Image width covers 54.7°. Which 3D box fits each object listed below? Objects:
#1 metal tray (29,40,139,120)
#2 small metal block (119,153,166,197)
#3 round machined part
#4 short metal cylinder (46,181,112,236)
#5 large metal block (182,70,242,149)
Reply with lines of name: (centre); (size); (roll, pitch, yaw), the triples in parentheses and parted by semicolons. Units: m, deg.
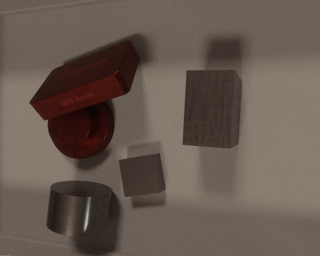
metal tray: (-0.097, -0.064, 0.410); (0.130, 0.090, 0.030); (-15, 126, 19)
small metal block: (-0.024, 0.063, 0.418); (0.050, 0.025, 0.050); (-11, 87, 19)
round machined part: (-0.119, -0.005, 0.442); (0.098, 0.042, 0.097); (0, 90, 19)
short metal cylinder: (-0.108, 0.105, 0.418); (0.080, 0.080, 0.050); (8, 93, 19)
large metal block: (0.063, -0.020, 0.359); (0.050, 0.080, 0.079); (3, 91, 20)
